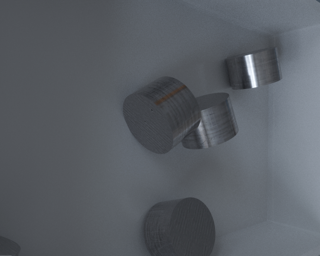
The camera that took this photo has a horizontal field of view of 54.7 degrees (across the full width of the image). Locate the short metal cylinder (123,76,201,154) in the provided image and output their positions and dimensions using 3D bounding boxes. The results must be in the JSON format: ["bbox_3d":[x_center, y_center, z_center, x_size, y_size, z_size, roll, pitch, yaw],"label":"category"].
[{"bbox_3d":[0.001,-0.016,0.374,0.050,0.080,0.080,-36,113,-34],"label":"short metal cylinder"}]

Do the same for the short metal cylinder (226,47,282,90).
[{"bbox_3d":[0.151,-0.097,0.501,0.081,0.080,0.050,-24,106,-38],"label":"short metal cylinder"}]

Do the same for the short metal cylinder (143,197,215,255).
[{"bbox_3d":[0.026,0.133,0.401,0.081,0.050,0.080,17,63,-37],"label":"short metal cylinder"}]

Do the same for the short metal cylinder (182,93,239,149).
[{"bbox_3d":[0.062,-0.011,0.425,0.081,0.080,0.050,-31,110,-36],"label":"short metal cylinder"}]

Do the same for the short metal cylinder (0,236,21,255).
[{"bbox_3d":[-0.158,0.113,0.239,0.080,0.080,0.050,24,75,-38],"label":"short metal cylinder"}]
